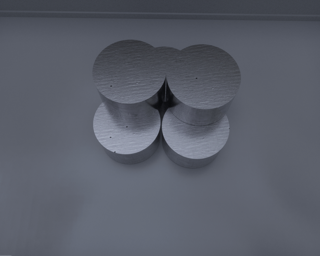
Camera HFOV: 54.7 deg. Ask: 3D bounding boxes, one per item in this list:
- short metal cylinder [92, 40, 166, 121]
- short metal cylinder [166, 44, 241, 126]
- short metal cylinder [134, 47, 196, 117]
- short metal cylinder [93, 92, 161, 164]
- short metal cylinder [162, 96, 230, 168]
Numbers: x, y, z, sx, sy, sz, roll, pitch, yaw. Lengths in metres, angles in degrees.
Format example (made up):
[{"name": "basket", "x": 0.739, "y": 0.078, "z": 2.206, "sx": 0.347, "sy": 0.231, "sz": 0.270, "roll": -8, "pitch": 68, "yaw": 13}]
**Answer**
[{"name": "short metal cylinder", "x": -0.033, "y": -0.055, "z": 0.361, "sx": 0.081, "sy": 0.050, "sz": 0.080, "roll": 0, "pitch": 70, "yaw": 0}, {"name": "short metal cylinder", "x": 0.047, "y": -0.049, "z": 0.359, "sx": 0.081, "sy": 0.050, "sz": 0.080, "roll": 0, "pitch": 70, "yaw": 0}, {"name": "short metal cylinder", "x": 0.006, "y": -0.061, "z": 0.417, "sx": 0.081, "sy": 0.050, "sz": 0.080, "roll": 0, "pitch": 70, "yaw": 0}, {"name": "short metal cylinder", "x": -0.039, "y": 0.001, "z": 0.394, "sx": 0.081, "sy": 0.050, "sz": 0.080, "roll": 0, "pitch": 70, "yaw": 0}, {"name": "short metal cylinder", "x": 0.043, "y": 0.006, "z": 0.392, "sx": 0.081, "sy": 0.050, "sz": 0.080, "roll": 0, "pitch": 70, "yaw": 0}]
